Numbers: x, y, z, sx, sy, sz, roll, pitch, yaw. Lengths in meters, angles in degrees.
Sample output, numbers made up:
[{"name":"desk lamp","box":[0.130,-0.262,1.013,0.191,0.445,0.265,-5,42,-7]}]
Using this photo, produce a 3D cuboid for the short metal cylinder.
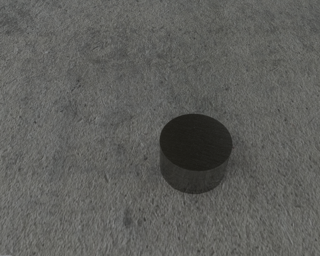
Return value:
[{"name":"short metal cylinder","box":[0.040,0.030,0.363,0.080,0.050,0.080,0,50,0]}]
